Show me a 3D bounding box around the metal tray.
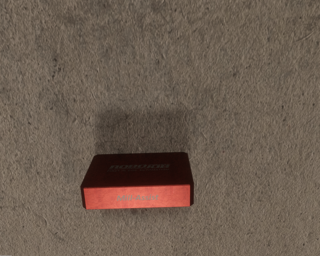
[{"bbox_3d":[-0.026,0.064,0.398,0.131,0.090,0.030,-2,110,0],"label":"metal tray"}]
